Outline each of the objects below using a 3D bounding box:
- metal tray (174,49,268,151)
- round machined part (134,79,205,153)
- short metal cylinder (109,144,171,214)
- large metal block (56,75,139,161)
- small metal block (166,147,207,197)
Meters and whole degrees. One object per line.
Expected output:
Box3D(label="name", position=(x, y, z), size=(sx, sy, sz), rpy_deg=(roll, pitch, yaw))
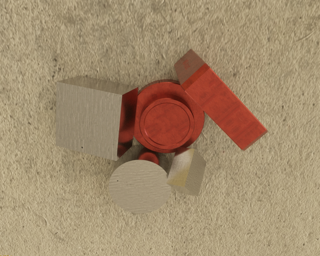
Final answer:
Box3D(label="metal tray", position=(0.060, -0.038, 0.341), size=(0.030, 0.130, 0.090), rpy_deg=(-43, 105, 14))
Box3D(label="round machined part", position=(0.009, -0.011, 0.399), size=(0.099, 0.042, 0.097), rpy_deg=(0, 110, -1))
Box3D(label="short metal cylinder", position=(-0.026, 0.068, 0.423), size=(0.081, 0.050, 0.079), rpy_deg=(0, 110, -1))
Box3D(label="large metal block", position=(-0.077, -0.014, 0.378), size=(0.080, 0.050, 0.079), rpy_deg=(13, 111, 13))
Box3D(label="small metal block", position=(0.037, 0.058, 0.408), size=(0.025, 0.050, 0.050), rpy_deg=(6, 158, 30))
